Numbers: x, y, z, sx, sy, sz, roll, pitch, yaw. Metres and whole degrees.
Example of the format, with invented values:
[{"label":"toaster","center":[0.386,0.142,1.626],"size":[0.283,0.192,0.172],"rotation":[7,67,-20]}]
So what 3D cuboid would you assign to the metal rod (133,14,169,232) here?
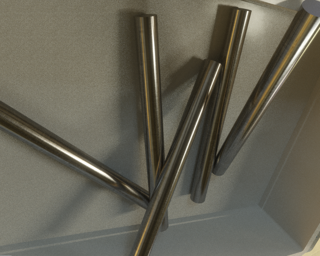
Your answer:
[{"label":"metal rod","center":[-0.008,0.014,0.394],"size":[0.025,0.025,0.298],"rotation":[-14,119,-21]}]

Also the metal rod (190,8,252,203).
[{"label":"metal rod","center":[0.080,-0.013,0.443],"size":[0.025,0.025,0.298],"rotation":[-7,122,-25]}]

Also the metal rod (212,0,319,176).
[{"label":"metal rod","center":[0.113,-0.017,0.381],"size":[0.025,0.025,0.298],"rotation":[-17,150,-19]}]

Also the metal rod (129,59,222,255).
[{"label":"metal rod","center":[0.015,0.056,0.398],"size":[0.025,0.025,0.299],"rotation":[20,91,-36]}]

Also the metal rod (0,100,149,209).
[{"label":"metal rod","center":[-0.103,0.037,0.374],"size":[0.025,0.025,0.301],"rotation":[-46,129,4]}]
